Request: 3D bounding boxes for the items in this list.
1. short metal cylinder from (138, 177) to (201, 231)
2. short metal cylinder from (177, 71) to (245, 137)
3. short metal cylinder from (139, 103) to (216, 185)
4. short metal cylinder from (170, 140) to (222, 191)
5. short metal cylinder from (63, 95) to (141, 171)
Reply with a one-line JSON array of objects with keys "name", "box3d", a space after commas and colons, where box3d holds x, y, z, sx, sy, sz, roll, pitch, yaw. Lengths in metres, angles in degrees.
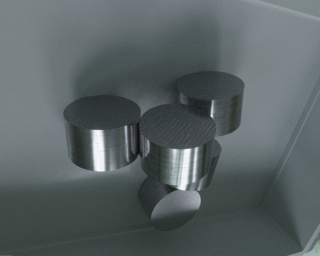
[{"name": "short metal cylinder", "box3d": [0.014, 0.107, 0.466, 0.081, 0.050, 0.079, -14, 124, -21]}, {"name": "short metal cylinder", "box3d": [0.062, -0.032, 0.387, 0.081, 0.080, 0.050, -17, 125, -19]}, {"name": "short metal cylinder", "box3d": [0.018, 0.016, 0.339, 0.081, 0.080, 0.050, -14, 130, -21]}, {"name": "short metal cylinder", "box3d": [0.037, 0.040, 0.417, 0.081, 0.080, 0.050, -2, 119, -28]}, {"name": "short metal cylinder", "box3d": [-0.062, 0.003, 0.341, 0.081, 0.080, 0.050, -11, 123, -23]}]
